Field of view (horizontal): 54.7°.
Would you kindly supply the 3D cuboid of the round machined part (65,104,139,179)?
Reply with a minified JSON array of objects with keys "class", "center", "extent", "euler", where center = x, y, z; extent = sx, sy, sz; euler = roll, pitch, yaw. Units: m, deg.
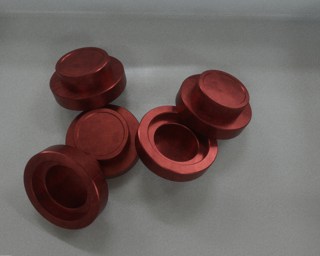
[{"class":"round machined part","center":[-0.072,0.013,0.395],"extent":[0.099,0.042,0.098],"euler":[0,70,0]}]

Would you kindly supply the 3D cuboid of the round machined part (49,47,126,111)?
[{"class":"round machined part","center":[-0.096,-0.070,0.406],"extent":[0.099,0.042,0.098],"euler":[-4,45,5]}]

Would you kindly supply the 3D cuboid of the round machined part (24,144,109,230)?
[{"class":"round machined part","center":[-0.103,0.064,0.358],"extent":[0.098,0.042,0.097],"euler":[7,111,18]}]

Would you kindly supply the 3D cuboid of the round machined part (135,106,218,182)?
[{"class":"round machined part","center":[0.017,0.023,0.380],"extent":[0.099,0.042,0.098],"euler":[10,51,-13]}]

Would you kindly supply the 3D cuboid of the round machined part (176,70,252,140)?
[{"class":"round machined part","center":[0.073,-0.036,0.393],"extent":[0.099,0.042,0.098],"euler":[12,48,-13]}]
